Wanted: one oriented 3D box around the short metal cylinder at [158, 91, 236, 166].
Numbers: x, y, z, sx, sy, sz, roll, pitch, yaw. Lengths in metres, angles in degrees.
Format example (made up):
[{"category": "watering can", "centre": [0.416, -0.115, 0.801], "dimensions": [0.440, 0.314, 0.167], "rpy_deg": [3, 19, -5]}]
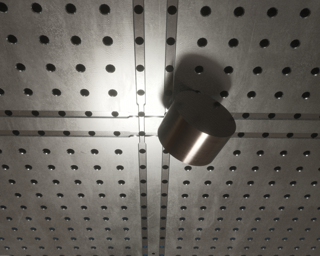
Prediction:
[{"category": "short metal cylinder", "centre": [0.044, -0.001, 0.376], "dimensions": [0.081, 0.080, 0.050], "rpy_deg": [18, 128, -15]}]
